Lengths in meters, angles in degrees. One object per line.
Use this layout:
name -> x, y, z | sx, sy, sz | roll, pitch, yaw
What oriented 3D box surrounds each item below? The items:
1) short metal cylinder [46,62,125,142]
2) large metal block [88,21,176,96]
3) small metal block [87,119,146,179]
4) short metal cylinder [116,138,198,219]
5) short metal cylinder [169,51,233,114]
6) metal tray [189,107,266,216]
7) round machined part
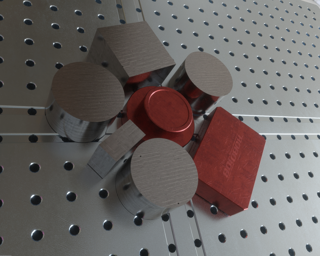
short metal cylinder -> -0.088, -0.030, 0.362 | 0.081, 0.050, 0.080 | 14, 56, -21
large metal block -> -0.039, -0.096, 0.430 | 0.081, 0.050, 0.080 | -24, 75, -36
small metal block -> -0.049, 0.024, 0.350 | 0.025, 0.050, 0.050 | 45, 51, 2
short metal cylinder -> -0.004, 0.058, 0.353 | 0.081, 0.050, 0.080 | 14, 56, -21
short metal cylinder -> 0.061, -0.067, 0.465 | 0.081, 0.050, 0.080 | 14, 56, -21
metal tray -> 0.090, 0.041, 0.426 | 0.090, 0.030, 0.130 | 35, 51, -5
round machined part -> 0.003, -0.016, 0.407 | 0.099, 0.042, 0.098 | 14, 56, -21
